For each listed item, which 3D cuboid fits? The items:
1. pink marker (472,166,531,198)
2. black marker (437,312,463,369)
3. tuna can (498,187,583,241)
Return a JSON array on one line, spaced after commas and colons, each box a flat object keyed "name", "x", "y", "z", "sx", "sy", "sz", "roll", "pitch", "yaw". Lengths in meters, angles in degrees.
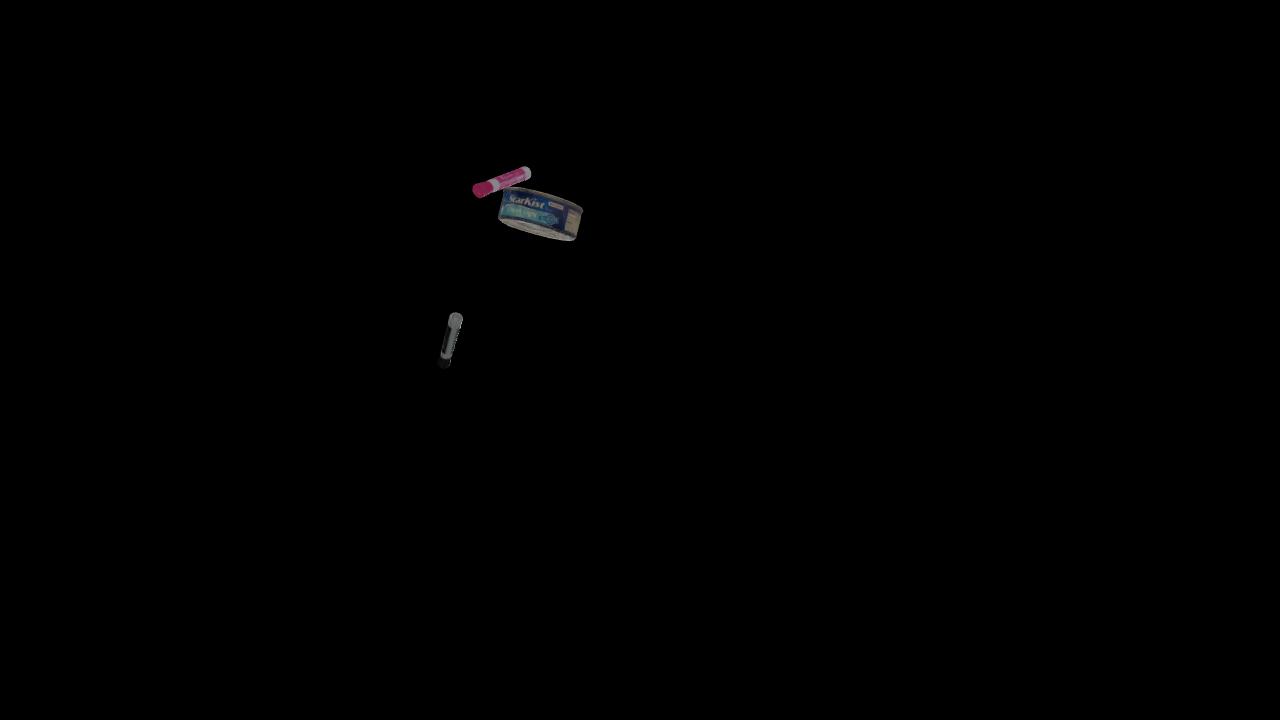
[{"name": "pink marker", "x": -0.189, "y": -0.244, "z": 0.842, "sx": 0.020, "sy": 0.020, "sz": 0.121, "roll": 0, "pitch": 27, "yaw": 26}, {"name": "black marker", "x": -0.279, "y": -0.025, "z": 0.899, "sx": 0.020, "sy": 0.020, "sz": 0.121, "roll": 0, "pitch": -34, "yaw": -28}, {"name": "tuna can", "x": -0.103, "y": -0.150, "z": 0.637, "sx": 0.084, "sy": 0.034, "sz": 0.084, "roll": 14, "pitch": 3, "yaw": -1}]
